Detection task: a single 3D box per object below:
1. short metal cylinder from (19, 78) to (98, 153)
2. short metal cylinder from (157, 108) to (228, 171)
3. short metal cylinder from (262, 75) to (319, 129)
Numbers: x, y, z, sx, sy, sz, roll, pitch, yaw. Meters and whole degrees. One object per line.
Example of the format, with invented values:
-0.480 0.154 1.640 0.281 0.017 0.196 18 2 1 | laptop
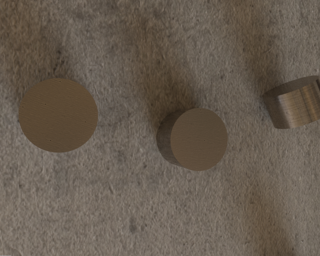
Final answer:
-0.115 -0.014 0.354 0.081 0.050 0.079 0 90 -21 | short metal cylinder
0.042 0.014 0.412 0.081 0.050 0.079 0 90 -21 | short metal cylinder
0.199 -0.038 0.455 0.081 0.080 0.050 -27 99 -18 | short metal cylinder
